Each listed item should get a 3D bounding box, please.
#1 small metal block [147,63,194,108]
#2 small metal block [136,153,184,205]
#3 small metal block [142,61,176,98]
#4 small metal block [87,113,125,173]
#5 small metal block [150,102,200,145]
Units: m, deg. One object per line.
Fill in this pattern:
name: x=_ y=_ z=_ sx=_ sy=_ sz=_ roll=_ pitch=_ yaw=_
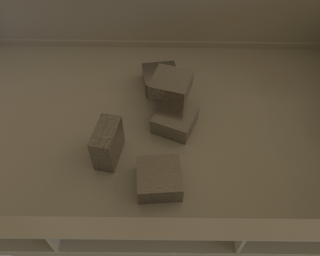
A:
small metal block: x=0.015 y=-0.059 z=0.422 sx=0.050 sy=0.025 sz=0.050 roll=14 pitch=51 yaw=11
small metal block: x=-0.001 y=0.058 z=0.356 sx=0.050 sy=0.025 sz=0.050 roll=-3 pitch=50 yaw=-3
small metal block: x=0.001 y=-0.074 z=0.468 sx=0.050 sy=0.025 sz=0.050 roll=-6 pitch=50 yaw=-6
small metal block: x=-0.063 y=0.019 z=0.372 sx=0.025 sy=0.050 sz=0.050 roll=9 pitch=51 yaw=7
small metal block: x=0.020 y=-0.011 z=0.414 sx=0.050 sy=0.025 sz=0.050 roll=19 pitch=52 yaw=14
